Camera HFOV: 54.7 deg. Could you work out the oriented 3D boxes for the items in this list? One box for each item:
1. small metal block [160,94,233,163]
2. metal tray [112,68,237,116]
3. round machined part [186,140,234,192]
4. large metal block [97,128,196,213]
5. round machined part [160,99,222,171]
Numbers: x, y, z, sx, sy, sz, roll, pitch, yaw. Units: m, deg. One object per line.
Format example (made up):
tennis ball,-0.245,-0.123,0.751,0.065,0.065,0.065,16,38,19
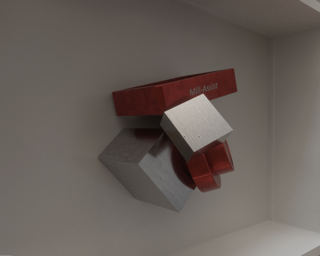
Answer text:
small metal block,0.036,-0.001,0.317,0.050,0.025,0.050,-27,69,-24
metal tray,0.020,-0.045,0.380,0.131,0.090,0.030,-19,103,-39
round machined part,0.058,0.024,0.369,0.098,0.042,0.097,-19,90,-76
large metal block,-0.012,0.046,0.361,0.050,0.080,0.080,-52,121,-28
round machined part,0.038,0.009,0.430,0.099,0.042,0.097,0,90,-40
